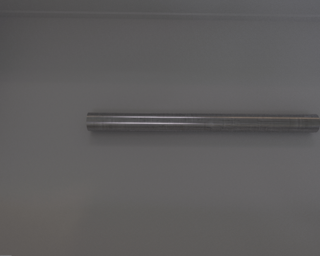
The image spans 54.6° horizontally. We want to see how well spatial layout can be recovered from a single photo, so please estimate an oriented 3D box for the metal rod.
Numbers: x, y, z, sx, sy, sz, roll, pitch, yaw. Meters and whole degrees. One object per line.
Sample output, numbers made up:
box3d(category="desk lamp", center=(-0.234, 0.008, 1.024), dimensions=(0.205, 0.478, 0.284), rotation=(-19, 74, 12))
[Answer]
box3d(category="metal rod", center=(0.056, -0.007, 0.412), dimensions=(0.302, 0.025, 0.025), rotation=(0, 70, 0))
